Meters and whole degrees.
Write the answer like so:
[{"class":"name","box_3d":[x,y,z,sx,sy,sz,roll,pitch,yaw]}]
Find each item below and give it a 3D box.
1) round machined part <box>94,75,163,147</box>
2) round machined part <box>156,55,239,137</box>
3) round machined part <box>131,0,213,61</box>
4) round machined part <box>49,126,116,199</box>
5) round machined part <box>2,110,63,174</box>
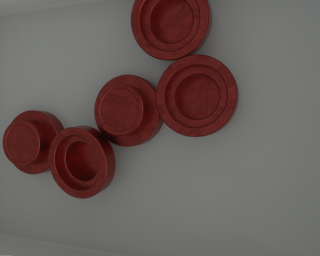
[{"class":"round machined part","box_3d":[-0.046,-0.023,0.417,0.098,0.042,0.097,0,90,19]},{"class":"round machined part","box_3d":[0.048,-0.038,0.384,0.098,0.042,0.097,0,90,19]},{"class":"round machined part","box_3d":[0.017,-0.134,0.389,0.098,0.042,0.097,3,101,18]},{"class":"round machined part","box_3d":[-0.103,0.044,0.431,0.098,0.042,0.097,4,99,25]},{"class":"round machined part","box_3d":[-0.196,0.022,0.469,0.098,0.042,0.097,0,90,19]}]
